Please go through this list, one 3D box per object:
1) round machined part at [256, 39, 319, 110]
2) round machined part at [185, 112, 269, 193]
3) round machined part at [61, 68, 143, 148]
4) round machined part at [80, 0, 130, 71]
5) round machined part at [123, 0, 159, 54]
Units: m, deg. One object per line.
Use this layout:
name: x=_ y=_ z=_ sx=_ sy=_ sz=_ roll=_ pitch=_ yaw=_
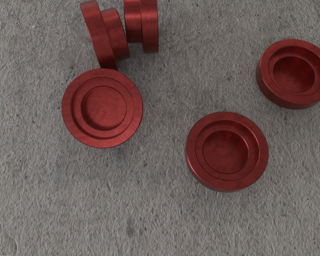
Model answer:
round machined part: x=0.181 y=-0.069 z=0.425 sx=0.099 sy=0.042 sz=0.098 roll=0 pitch=70 yaw=0
round machined part: x=0.080 y=0.032 z=0.388 sx=0.099 sy=0.042 sz=0.098 roll=0 pitch=70 yaw=0
round machined part: x=-0.070 y=-0.025 z=0.395 sx=0.099 sy=0.042 sz=0.097 roll=0 pitch=94 yaw=-2
round machined part: x=-0.070 y=-0.121 z=0.413 sx=0.042 sy=0.098 sz=0.098 roll=-18 pitch=71 yaw=-6
round machined part: x=-0.026 y=-0.152 z=0.425 sx=0.042 sy=0.098 sz=0.098 roll=-3 pitch=70 yaw=-1
